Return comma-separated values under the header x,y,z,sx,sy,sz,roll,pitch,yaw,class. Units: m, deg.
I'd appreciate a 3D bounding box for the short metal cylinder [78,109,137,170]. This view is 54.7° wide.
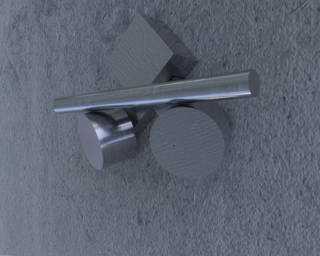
x,y,z,sx,sy,sz,roll,pitch,yaw,class
-0.075,0.012,0.433,0.080,0.050,0.079,35,135,45,short metal cylinder

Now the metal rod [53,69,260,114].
x,y,z,sx,sy,sz,roll,pitch,yaw,class
-0.033,-0.036,0.366,0.300,0.025,0.025,-1,89,40,metal rod

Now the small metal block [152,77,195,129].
x,y,z,sx,sy,sz,roll,pitch,yaw,class
0.024,-0.027,0.386,0.050,0.025,0.050,-51,61,28,small metal block

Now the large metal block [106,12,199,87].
x,y,z,sx,sy,sz,roll,pitch,yaw,class
-0.012,-0.085,0.397,0.080,0.050,0.080,-50,61,28,large metal block

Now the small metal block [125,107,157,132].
x,y,z,sx,sy,sz,roll,pitch,yaw,class
-0.031,-0.030,0.432,0.050,0.025,0.050,-50,61,27,small metal block

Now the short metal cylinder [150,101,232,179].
x,y,z,sx,sy,sz,roll,pitch,yaw,class
0.035,0.009,0.343,0.080,0.050,0.079,7,110,19,short metal cylinder
